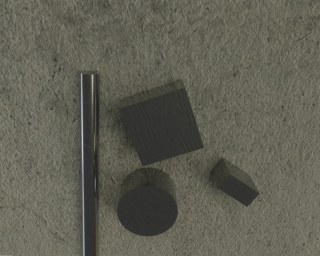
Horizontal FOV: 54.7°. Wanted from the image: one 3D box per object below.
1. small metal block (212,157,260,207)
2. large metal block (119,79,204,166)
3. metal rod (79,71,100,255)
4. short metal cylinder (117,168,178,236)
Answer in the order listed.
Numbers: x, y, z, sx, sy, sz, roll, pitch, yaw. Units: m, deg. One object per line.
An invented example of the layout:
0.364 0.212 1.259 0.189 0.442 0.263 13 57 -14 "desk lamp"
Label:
0.102 0.073 0.425 0.050 0.050 0.025 34 107 -12 "small metal block"
0.003 -0.008 0.394 0.080 0.050 0.080 -18 109 6 "large metal block"
-0.098 0.071 0.434 0.025 0.025 0.298 4 110 -2 "metal rod"
-0.017 0.103 0.434 0.081 0.050 0.079 0 110 -1 "short metal cylinder"
